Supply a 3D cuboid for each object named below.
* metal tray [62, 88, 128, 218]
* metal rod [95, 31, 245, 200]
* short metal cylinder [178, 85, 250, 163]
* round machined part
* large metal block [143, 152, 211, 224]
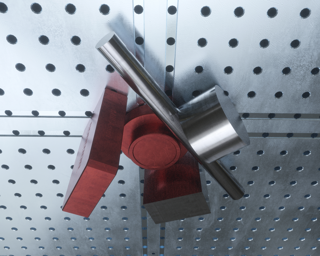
[{"bbox_3d":[-0.074,0.025,0.364,0.030,0.130,0.089,22,127,-18],"label":"metal tray"},{"bbox_3d":[0.031,0.005,0.389,0.025,0.025,0.300,-28,125,21],"label":"metal rod"},{"bbox_3d":[0.065,-0.004,0.371,0.050,0.080,0.080,-30,124,22],"label":"short metal cylinder"},{"bbox_3d":[-0.007,0.019,0.416,0.099,0.042,0.097,-1,130,0],"label":"round machined part"},{"bbox_3d":[0.024,0.083,0.447,0.080,0.080,0.050,-15,129,12],"label":"large metal block"}]
